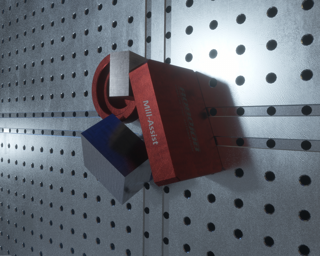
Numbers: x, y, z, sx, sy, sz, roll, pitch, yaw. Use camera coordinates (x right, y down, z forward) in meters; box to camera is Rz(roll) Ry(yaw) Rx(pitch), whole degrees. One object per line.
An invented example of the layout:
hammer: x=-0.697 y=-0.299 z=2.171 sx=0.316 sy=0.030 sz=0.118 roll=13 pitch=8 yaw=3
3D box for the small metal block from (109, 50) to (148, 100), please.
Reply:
small metal block: x=-0.034 y=-0.060 z=0.366 sx=0.025 sy=0.050 sz=0.050 roll=0 pitch=89 yaw=26

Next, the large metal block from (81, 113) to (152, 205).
large metal block: x=-0.056 y=0.042 z=0.408 sx=0.080 sy=0.050 sz=0.080 roll=41 pitch=147 yaw=20

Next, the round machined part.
round machined part: x=-0.048 y=-0.055 z=0.436 sx=0.098 sy=0.042 sz=0.097 roll=0 pitch=90 yaw=39

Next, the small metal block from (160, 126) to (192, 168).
small metal block: x=0.015 y=0.025 z=0.389 sx=0.050 sy=0.025 sz=0.050 roll=19 pitch=107 yaw=49

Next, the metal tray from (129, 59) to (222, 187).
metal tray: x=0.019 y=-0.006 z=0.349 sx=0.030 sy=0.091 sz=0.129 roll=-23 pitch=76 yaw=38
